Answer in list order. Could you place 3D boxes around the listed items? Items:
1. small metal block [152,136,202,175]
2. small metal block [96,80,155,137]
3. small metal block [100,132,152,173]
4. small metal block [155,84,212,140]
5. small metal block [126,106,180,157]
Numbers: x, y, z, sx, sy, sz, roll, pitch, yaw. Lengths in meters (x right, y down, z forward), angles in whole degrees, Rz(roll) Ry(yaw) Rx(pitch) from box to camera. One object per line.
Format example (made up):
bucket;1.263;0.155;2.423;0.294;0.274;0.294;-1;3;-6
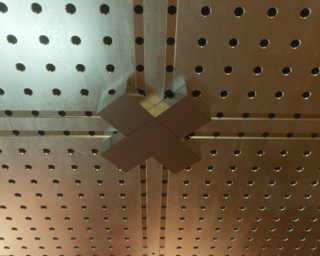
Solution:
small metal block;0.024;0.034;0.441;0.050;0.025;0.050;-33;123;25
small metal block;-0.042;-0.023;0.391;0.050;0.025;0.050;-33;123;25
small metal block;-0.047;0.030;0.437;0.050;0.025;0.050;-34;123;25
small metal block;0.029;-0.019;0.395;0.050;0.025;0.050;-34;123;25
small metal block;-0.009;0.006;0.415;0.050;0.025;0.050;-34;123;25
